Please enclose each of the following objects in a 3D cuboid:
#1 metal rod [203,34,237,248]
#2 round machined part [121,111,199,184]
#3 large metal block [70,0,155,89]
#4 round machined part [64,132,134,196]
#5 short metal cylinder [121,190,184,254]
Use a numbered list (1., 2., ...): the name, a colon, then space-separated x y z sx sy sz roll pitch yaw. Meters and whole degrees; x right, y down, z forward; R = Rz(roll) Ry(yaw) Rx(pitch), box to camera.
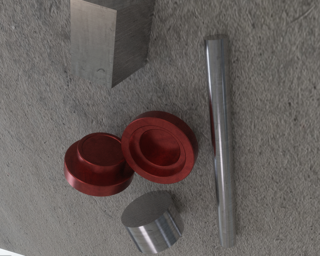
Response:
1. metal rod: 0.079 0.037 0.388 0.025 0.025 0.298 5 121 25
2. round machined part: 0.003 0.021 0.404 0.098 0.042 0.097 10 120 17
3. large metal block: -0.050 -0.100 0.336 0.050 0.080 0.079 22 127 15
4. round machined part: -0.081 0.043 0.429 0.098 0.098 0.042 26 128 12
5. short metal cylinder: -0.010 0.139 0.463 0.080 0.080 0.050 -12 112 33
